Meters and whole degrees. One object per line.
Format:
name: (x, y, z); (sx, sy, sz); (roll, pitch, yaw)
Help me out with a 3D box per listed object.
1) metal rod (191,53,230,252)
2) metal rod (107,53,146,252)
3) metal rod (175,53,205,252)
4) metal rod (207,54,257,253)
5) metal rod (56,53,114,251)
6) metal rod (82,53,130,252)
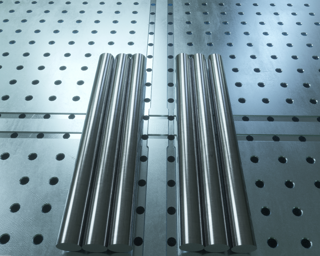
metal rod: (0.059, 0.004, 0.404); (0.025, 0.025, 0.300); (1, 50, 1)
metal rod: (-0.037, 0.004, 0.403); (0.025, 0.025, 0.300); (1, 50, 1)
metal rod: (0.034, 0.004, 0.404); (0.025, 0.025, 0.300); (1, 50, 1)
metal rod: (0.086, 0.005, 0.403); (0.025, 0.025, 0.300); (1, 50, 1)
metal rod: (-0.088, 0.004, 0.404); (0.025, 0.025, 0.300); (1, 50, 1)
metal rod: (-0.062, 0.004, 0.403); (0.025, 0.025, 0.300); (1, 50, 1)
